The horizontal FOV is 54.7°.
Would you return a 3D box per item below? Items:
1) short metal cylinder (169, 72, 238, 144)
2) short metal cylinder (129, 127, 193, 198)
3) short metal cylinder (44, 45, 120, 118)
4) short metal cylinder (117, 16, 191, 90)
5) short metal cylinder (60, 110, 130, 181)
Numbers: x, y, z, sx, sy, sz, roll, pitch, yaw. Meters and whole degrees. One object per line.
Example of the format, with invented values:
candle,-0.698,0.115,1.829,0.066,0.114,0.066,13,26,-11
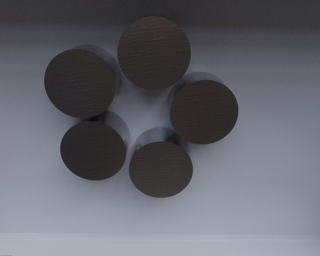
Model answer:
short metal cylinder,0.052,-0.026,0.387,0.081,0.050,0.079,0,110,0
short metal cylinder,0.001,0.045,0.412,0.081,0.050,0.079,0,110,0
short metal cylinder,-0.090,-0.057,0.374,0.081,0.050,0.079,0,110,0
short metal cylinder,-0.006,-0.089,0.363,0.081,0.050,0.079,0,110,0
short metal cylinder,-0.082,0.021,0.403,0.081,0.050,0.079,0,110,0
